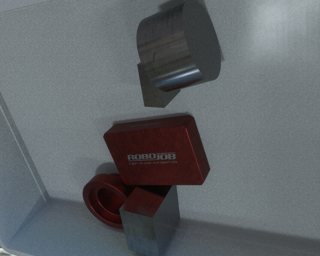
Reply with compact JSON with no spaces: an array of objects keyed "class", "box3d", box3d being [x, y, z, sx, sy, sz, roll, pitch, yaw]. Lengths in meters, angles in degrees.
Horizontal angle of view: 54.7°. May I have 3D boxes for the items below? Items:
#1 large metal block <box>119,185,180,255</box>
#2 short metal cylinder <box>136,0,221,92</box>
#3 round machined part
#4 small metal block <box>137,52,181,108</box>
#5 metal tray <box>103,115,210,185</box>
[{"class":"large metal block","box3d":[-0.011,0.128,0.457,0.050,0.080,0.079,7,122,24]},{"class":"short metal cylinder","box3d":[0.021,-0.081,0.311,0.050,0.080,0.080,-12,113,33]},{"class":"round machined part","box3d":[-0.073,0.113,0.503,0.098,0.042,0.097,14,125,21]},{"class":"small metal block","box3d":[0.001,-0.057,0.356,0.025,0.050,0.050,6,121,25]},{"class":"metal tray","box3d":[-0.006,0.035,0.429,0.130,0.030,0.090,-6,116,30]}]
